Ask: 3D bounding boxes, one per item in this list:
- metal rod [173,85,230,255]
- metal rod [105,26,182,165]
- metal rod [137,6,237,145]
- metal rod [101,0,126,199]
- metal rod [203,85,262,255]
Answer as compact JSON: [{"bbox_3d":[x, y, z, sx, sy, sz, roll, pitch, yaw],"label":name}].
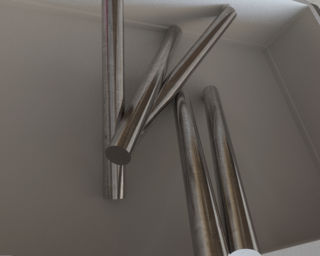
[{"bbox_3d":[0.033,0.023,0.329,0.025,0.025,0.300,22,28,-15],"label":"metal rod"},{"bbox_3d":[-0.007,-0.067,0.403,0.025,0.025,0.301,30,40,-9],"label":"metal rod"},{"bbox_3d":[0.033,-0.080,0.433,0.025,0.025,0.301,38,62,-3],"label":"metal rod"},{"bbox_3d":[-0.052,-0.073,0.347,0.025,0.025,0.298,1,85,-28],"label":"metal rod"},{"bbox_3d":[0.070,0.021,0.354,0.025,0.025,0.300,27,28,-12],"label":"metal rod"}]
